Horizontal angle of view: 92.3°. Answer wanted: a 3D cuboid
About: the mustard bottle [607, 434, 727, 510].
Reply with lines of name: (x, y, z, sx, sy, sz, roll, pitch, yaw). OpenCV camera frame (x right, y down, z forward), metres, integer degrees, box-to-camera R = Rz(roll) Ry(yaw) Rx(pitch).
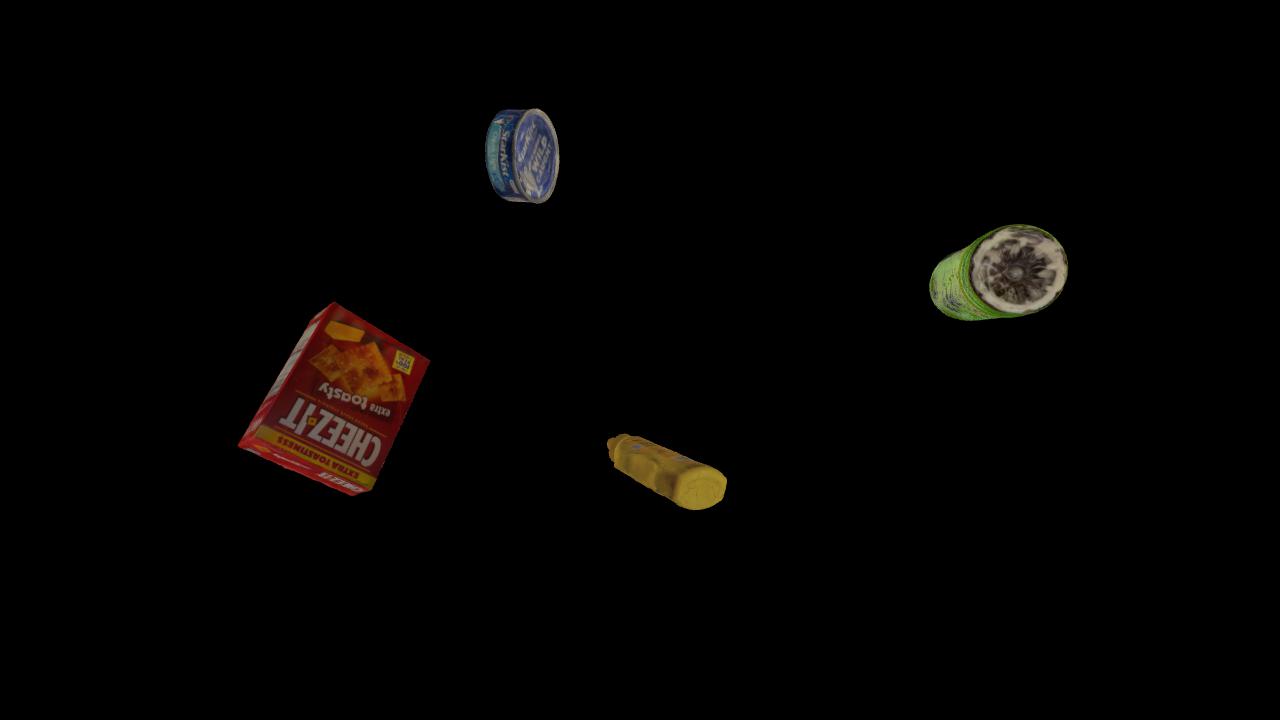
mustard bottle: (0.017, 0.133, 0.787, 0.092, 0.054, 0.184, 4, 9, -40)

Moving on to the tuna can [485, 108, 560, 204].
tuna can: (-0.109, -0.190, 0.575, 0.034, 0.084, 0.084, 8, 3, 18)

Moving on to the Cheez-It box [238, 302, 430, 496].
Cheez-It box: (-0.417, 0.054, 0.863, 0.071, 0.223, 0.166, -20, -46, 39)

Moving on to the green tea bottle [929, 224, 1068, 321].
green tea bottle: (0.305, -0.071, 0.552, 0.073, 0.073, 0.212, 0, 4, 16)
